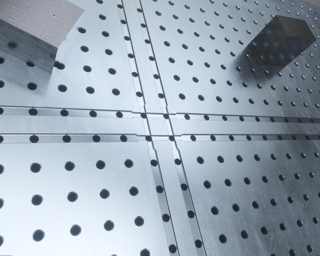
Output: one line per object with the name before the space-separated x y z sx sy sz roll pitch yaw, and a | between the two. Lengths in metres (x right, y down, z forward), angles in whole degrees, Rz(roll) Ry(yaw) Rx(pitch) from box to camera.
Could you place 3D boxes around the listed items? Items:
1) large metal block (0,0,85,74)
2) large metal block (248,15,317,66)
large metal block | -0.152 -0.127 0.388 0.080 0.050 0.080 26 53 -12
large metal block | 0.234 -0.165 0.599 0.081 0.080 0.050 -3 64 -30
